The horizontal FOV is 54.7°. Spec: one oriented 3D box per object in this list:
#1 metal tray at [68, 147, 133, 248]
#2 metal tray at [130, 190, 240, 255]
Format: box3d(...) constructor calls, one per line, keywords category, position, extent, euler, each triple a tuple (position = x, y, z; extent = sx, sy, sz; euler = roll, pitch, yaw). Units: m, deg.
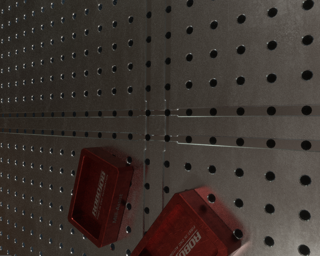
box3d(category="metal tray", position=(-0.096, 0.105, 0.482), extent=(0.090, 0.030, 0.129), euler=(23, 104, 37))
box3d(category="metal tray", position=(0.025, 0.153, 0.383), extent=(0.090, 0.030, 0.129), euler=(46, 117, 30))
